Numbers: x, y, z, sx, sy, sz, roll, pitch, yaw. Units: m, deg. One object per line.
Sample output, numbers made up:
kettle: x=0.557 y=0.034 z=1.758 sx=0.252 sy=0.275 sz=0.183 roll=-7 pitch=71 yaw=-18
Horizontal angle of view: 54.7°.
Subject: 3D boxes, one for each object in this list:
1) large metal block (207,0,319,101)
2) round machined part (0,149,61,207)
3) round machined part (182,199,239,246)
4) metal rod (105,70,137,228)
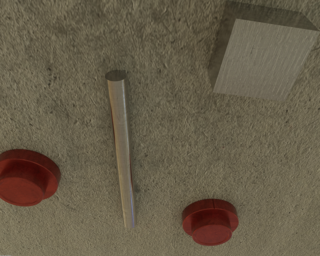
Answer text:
large metal block: x=0.101 y=-0.079 z=0.324 sx=0.081 sy=0.050 sz=0.079 roll=6 pitch=130 yaw=-6
round machined part: x=-0.204 y=0.080 z=0.463 sx=0.099 sy=0.042 sz=0.097 roll=0 pitch=130 yaw=0
round machined part: x=0.089 y=0.170 z=0.542 sx=0.099 sy=0.042 sz=0.097 roll=0 pitch=130 yaw=0
metal rod: x=-0.052 y=0.053 z=0.452 sx=0.025 sy=0.025 sz=0.298 roll=0 pitch=130 yaw=0
